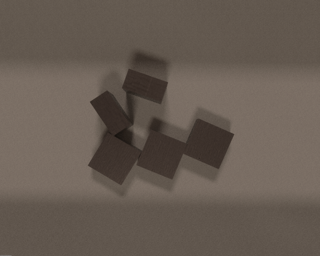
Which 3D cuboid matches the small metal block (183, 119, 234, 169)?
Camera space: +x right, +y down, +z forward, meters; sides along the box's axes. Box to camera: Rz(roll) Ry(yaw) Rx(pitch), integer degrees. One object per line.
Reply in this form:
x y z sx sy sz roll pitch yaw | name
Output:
0.063 0.021 0.412 0.050 0.025 0.050 24 90 -1 | small metal block

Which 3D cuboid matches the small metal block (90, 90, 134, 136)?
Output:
-0.060 -0.018 0.398 0.025 0.050 0.050 -34 90 0 | small metal block

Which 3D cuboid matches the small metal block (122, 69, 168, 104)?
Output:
-0.018 -0.052 0.399 0.050 0.050 0.025 19 90 -1 | small metal block

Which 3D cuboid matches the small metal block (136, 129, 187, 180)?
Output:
0.002 0.034 0.412 0.050 0.025 0.050 22 90 -1 | small metal block

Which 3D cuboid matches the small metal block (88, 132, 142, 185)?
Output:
-0.058 0.040 0.411 0.050 0.025 0.050 31 90 -1 | small metal block
